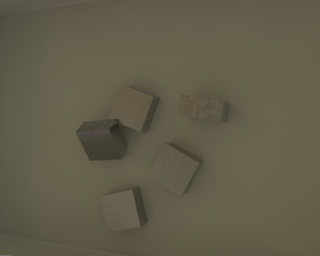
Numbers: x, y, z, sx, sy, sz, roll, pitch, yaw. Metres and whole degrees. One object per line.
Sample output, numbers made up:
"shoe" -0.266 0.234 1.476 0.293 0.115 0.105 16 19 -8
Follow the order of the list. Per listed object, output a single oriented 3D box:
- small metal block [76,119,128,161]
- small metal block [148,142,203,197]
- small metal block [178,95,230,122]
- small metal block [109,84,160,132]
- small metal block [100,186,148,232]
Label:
"small metal block" -0.079 0.017 0.424 0.050 0.025 0.050 -5 123 19
"small metal block" 0.021 0.053 0.403 0.050 0.025 0.050 30 99 17
"small metal block" 0.055 -0.023 0.377 0.050 0.050 0.025 9 93 19
"small metal block" -0.035 -0.027 0.422 0.050 0.025 0.050 22 97 18
"small metal block" -0.050 0.112 0.427 0.050 0.025 0.050 -15 85 19
